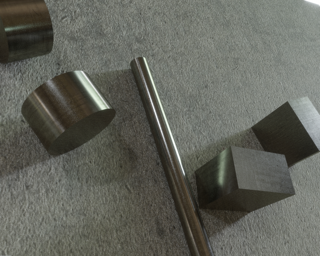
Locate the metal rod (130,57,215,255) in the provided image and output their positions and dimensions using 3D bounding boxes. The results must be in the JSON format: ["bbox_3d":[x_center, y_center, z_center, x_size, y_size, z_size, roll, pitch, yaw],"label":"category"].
[{"bbox_3d":[0.013,0.038,0.387,0.025,0.025,0.299,-5,64,-30],"label":"metal rod"}]

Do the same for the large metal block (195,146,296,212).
[{"bbox_3d":[0.101,0.067,0.382,0.081,0.080,0.050,10,58,-23],"label":"large metal block"}]

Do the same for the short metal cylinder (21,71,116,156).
[{"bbox_3d":[-0.095,-0.015,0.327,0.081,0.080,0.050,-30,79,-38],"label":"short metal cylinder"}]

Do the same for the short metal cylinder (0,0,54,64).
[{"bbox_3d":[-0.165,-0.118,0.352,0.050,0.080,0.080,-26,76,-37],"label":"short metal cylinder"}]

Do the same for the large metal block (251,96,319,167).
[{"bbox_3d":[0.200,0.010,0.470,0.050,0.080,0.080,-13,69,-33],"label":"large metal block"}]
